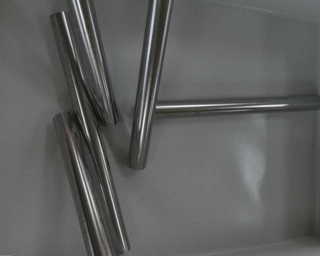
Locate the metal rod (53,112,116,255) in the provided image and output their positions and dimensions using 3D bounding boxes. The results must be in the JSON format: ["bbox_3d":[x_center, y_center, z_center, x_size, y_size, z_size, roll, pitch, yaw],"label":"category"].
[{"bbox_3d":[-0.062,0.112,0.306,0.025,0.025,0.299,-13,62,-20],"label":"metal rod"}]

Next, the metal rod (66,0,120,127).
[{"bbox_3d":[-0.078,-0.125,0.298,0.025,0.025,0.298,-23,131,-19],"label":"metal rod"}]

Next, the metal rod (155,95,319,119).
[{"bbox_3d":[0.115,-0.032,0.454,0.303,0.025,0.025,-4,92,-20],"label":"metal rod"}]

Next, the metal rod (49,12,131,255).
[{"bbox_3d":[-0.084,0.011,0.380,0.025,0.025,0.298,-15,95,-20],"label":"metal rod"}]

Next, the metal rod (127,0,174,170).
[{"bbox_3d":[-0.007,-0.084,0.337,0.025,0.025,0.298,-1,118,-20],"label":"metal rod"}]
